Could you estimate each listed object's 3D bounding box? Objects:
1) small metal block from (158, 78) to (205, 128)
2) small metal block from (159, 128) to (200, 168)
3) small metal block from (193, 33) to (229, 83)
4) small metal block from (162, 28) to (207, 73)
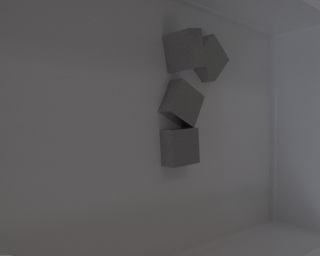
[{"bbox_3d":[0.031,-0.033,0.432,0.050,0.025,0.050,32,70,-35],"label":"small metal block"},{"bbox_3d":[0.028,0.026,0.430,0.050,0.025,0.050,-5,94,-40],"label":"small metal block"},{"bbox_3d":[0.072,-0.105,0.467,0.050,0.025,0.050,50,61,-28],"label":"small metal block"},{"bbox_3d":[0.032,-0.103,0.417,0.025,0.050,0.050,-15,100,-39],"label":"small metal block"}]
